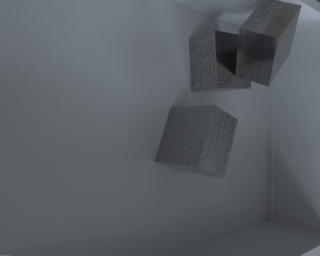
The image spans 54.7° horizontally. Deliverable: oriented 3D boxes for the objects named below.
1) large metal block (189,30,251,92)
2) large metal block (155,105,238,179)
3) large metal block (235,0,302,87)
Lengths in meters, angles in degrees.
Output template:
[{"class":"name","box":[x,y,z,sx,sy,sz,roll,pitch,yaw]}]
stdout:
[{"class":"large metal block","box":[0.092,-0.097,0.470,0.081,0.050,0.079,-6,94,-40]},{"class":"large metal block","box":[0.048,0.017,0.413,0.050,0.080,0.080,27,73,-37]},{"class":"large metal block","box":[0.148,-0.119,0.430,0.080,0.050,0.080,-50,150,-28]}]
